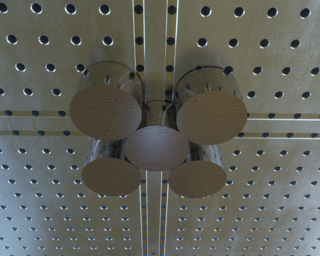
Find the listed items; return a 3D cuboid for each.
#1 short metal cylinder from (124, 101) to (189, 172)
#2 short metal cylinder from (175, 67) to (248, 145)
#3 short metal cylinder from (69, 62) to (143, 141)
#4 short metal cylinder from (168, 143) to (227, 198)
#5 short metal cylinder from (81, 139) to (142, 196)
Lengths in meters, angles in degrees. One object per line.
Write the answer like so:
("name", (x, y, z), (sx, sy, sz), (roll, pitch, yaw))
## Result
("short metal cylinder", (-0.004, 0.012, 0.404), (0.081, 0.050, 0.079), (0, 130, 0))
("short metal cylinder", (0.059, -0.025, 0.372), (0.081, 0.050, 0.079), (0, 130, 0))
("short metal cylinder", (-0.061, -0.031, 0.367), (0.081, 0.050, 0.079), (0, 130, 0))
("short metal cylinder", (0.051, 0.056, 0.443), (0.081, 0.050, 0.079), (0, 130, 0))
("short metal cylinder", (-0.065, 0.052, 0.437), (0.081, 0.050, 0.079), (0, 130, 0))
